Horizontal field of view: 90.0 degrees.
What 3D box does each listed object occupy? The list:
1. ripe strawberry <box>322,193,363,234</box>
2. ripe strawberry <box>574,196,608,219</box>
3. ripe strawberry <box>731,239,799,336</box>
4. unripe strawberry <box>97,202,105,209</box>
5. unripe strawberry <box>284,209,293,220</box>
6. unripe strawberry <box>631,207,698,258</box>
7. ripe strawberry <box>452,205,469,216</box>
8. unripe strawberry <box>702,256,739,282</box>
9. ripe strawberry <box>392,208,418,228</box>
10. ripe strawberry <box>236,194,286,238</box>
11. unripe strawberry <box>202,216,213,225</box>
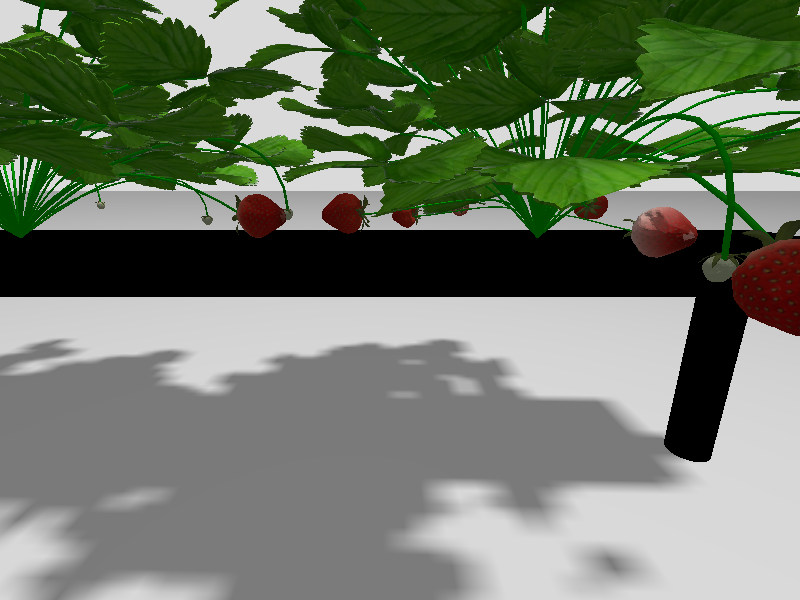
[{"bbox_3d":[-0.052,-0.079,0.365,0.036,0.036,0.040,2,17,7],"label":"ripe strawberry"},{"bbox_3d":[0.236,-0.116,0.494,0.038,0.033,0.038,12,20,35],"label":"ripe strawberry"},{"bbox_3d":[0.123,-0.002,0.123,0.034,0.031,0.030,0,-36,-1],"label":"ripe strawberry"},{"bbox_3d":[-0.383,-0.121,0.513,0.009,0.010,0.010,-5,17,-16],"label":"unripe strawberry"},{"bbox_3d":[-0.102,-0.077,0.364,0.010,0.010,0.009,-2,17,-5],"label":"unripe strawberry"},{"bbox_3d":[0.163,-0.041,0.247,0.035,0.032,0.032,-7,19,-22],"label":"unripe strawberry"},{"bbox_3d":[0.080,-0.126,0.544,0.027,0.024,0.024,-3,3,-10],"label":"ripe strawberry"},{"bbox_3d":[0.117,-0.011,0.146,0.011,0.010,0.010,0,17,1],"label":"unripe strawberry"},{"bbox_3d":[0.005,-0.087,0.414,0.025,0.024,0.027,9,19,30],"label":"ripe strawberry"},{"bbox_3d":[-0.115,-0.070,0.336,0.037,0.036,0.040,1,17,2],"label":"ripe strawberry"},{"bbox_3d":[-0.207,-0.085,0.431,0.010,0.010,0.009,-12,20,-34],"label":"unripe strawberry"}]
